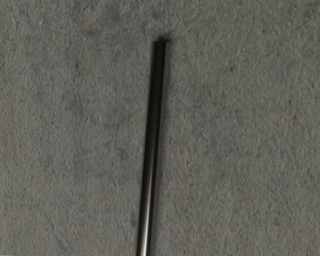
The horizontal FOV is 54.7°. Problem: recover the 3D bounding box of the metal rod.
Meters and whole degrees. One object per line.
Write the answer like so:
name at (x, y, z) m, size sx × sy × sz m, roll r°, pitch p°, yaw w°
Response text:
metal rod at (-0.010, 0.037, 0.411) m, size 0.025 × 0.025 × 0.298 m, roll 5°, pitch 92°, yaw 19°
